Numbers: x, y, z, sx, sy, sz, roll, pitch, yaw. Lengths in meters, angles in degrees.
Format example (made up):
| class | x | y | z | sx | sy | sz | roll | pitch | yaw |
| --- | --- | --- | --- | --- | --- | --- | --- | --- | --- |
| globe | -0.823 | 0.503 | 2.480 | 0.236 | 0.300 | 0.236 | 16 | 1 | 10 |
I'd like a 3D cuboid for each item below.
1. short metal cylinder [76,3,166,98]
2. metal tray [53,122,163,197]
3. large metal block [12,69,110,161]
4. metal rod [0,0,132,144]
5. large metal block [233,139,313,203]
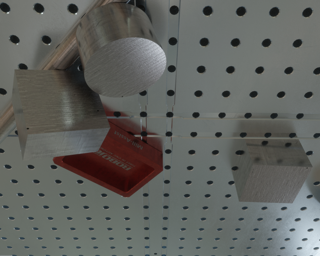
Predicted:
| class | x | y | z | sx | sy | sz | roll | pitch | yaw |
| --- | --- | --- | --- | --- | --- | --- | --- | --- | --- |
| short metal cylinder | -0.040 | -0.076 | 0.312 | 0.081 | 0.050 | 0.080 | -15 | 149 | -9 |
| metal tray | -0.071 | 0.043 | 0.443 | 0.130 | 0.030 | 0.090 | 32 | 123 | -25 |
| large metal block | -0.110 | -0.016 | 0.337 | 0.081 | 0.080 | 0.050 | -5 | 149 | -32 |
| metal rod | -0.132 | -0.059 | 0.359 | 0.299 | 0.025 | 0.025 | -37 | 121 | 27 |
| large metal block | 0.159 | 0.064 | 0.451 | 0.081 | 0.050 | 0.079 | 3 | 130 | -3 |
